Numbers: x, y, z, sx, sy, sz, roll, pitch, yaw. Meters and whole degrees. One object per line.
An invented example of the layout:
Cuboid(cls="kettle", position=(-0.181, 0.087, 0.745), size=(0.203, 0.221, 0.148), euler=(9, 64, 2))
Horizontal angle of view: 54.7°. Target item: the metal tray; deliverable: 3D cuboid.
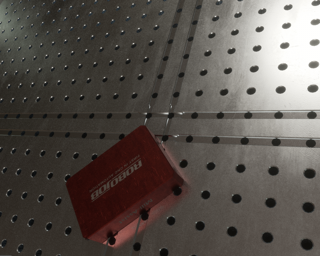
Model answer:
Cuboid(cls="metal tray", position=(-0.048, 0.068, 0.387), size=(0.130, 0.030, 0.090), euler=(-36, 51, 3))
